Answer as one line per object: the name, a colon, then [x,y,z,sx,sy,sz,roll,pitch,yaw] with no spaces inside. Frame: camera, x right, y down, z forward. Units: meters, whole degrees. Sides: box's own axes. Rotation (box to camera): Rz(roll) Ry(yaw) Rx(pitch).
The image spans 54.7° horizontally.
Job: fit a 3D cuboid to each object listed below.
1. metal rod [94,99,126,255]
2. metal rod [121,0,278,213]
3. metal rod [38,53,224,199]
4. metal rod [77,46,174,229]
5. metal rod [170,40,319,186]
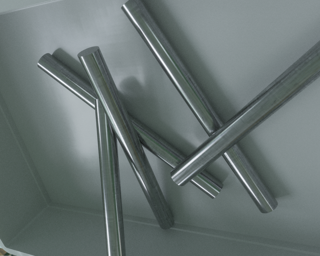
metal rod: [-0.062,0.111,0.410,0.025,0.025,0.298,-2,94,29]
metal rod: [0.053,-0.019,0.367,0.025,0.025,0.299,-27,104,37]
metal rod: [-0.042,-0.004,0.426,0.300,0.025,0.025,37,129,3]
metal rod: [-0.033,0.035,0.415,0.025,0.025,0.299,-1,128,28]
metal rod: [0.111,-0.028,0.310,0.025,0.025,0.299,43,122,-2]
